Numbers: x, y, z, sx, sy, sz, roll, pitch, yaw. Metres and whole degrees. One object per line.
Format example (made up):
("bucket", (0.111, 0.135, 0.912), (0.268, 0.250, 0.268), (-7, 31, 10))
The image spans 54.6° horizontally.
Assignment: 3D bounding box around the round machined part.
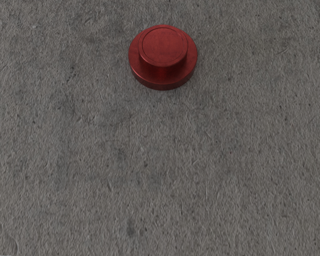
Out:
("round machined part", (0.004, -0.106, 0.438), (0.099, 0.042, 0.098), (0, 70, 0))
